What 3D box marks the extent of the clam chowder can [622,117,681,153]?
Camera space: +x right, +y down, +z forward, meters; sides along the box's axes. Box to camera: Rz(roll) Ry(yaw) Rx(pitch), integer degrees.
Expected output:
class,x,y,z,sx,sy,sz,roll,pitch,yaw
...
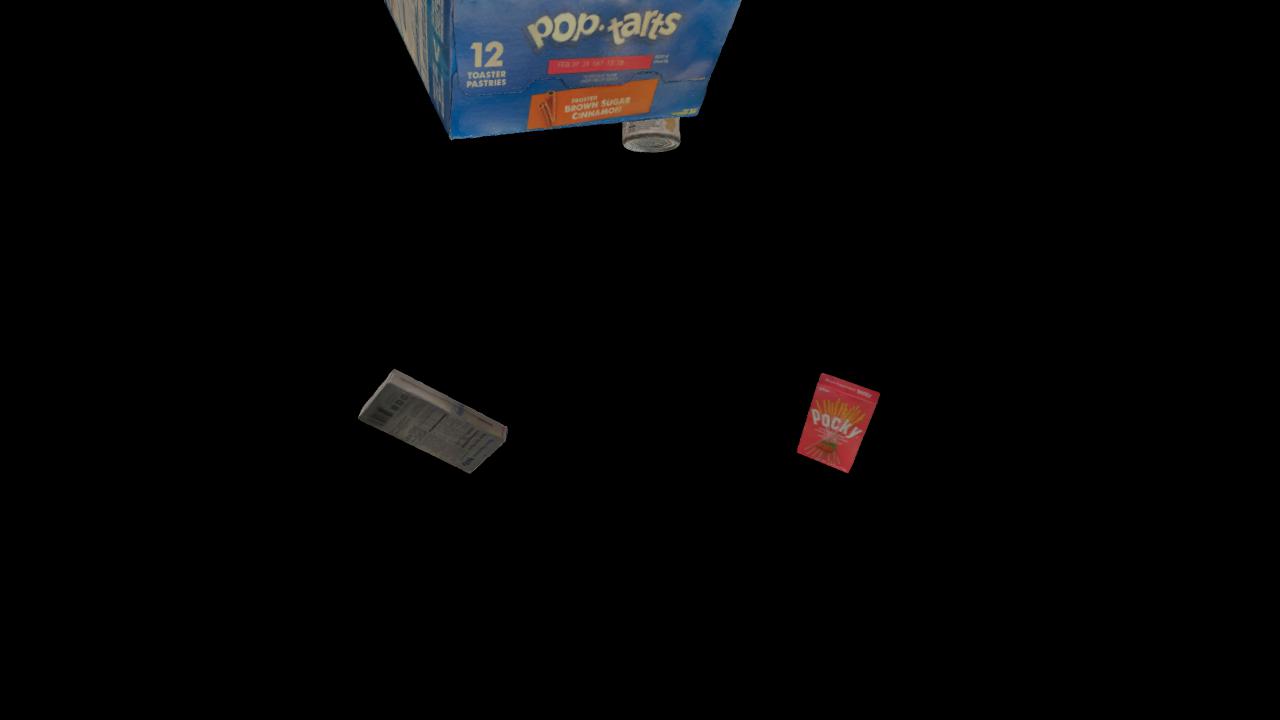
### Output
class,x,y,z,sx,sy,sz,roll,pitch,yaw
clam chowder can,0.012,-0.292,0.690,0.068,0.102,0.068,0,4,0

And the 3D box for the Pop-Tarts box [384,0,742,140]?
class,x,y,z,sx,sy,sz,roll,pitch,yaw
Pop-Tarts box,-0.053,-0.216,0.369,0.167,0.141,0.083,-17,-28,-25

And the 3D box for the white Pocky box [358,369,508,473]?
class,x,y,z,sx,sy,sz,roll,pitch,yaw
white Pocky box,-0.246,0.077,0.737,0.154,0.028,0.084,33,-58,-26

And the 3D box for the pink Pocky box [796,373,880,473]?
class,x,y,z,sx,sy,sz,roll,pitch,yaw
pink Pocky box,0.285,0.094,0.896,0.084,0.155,0.029,21,45,20
